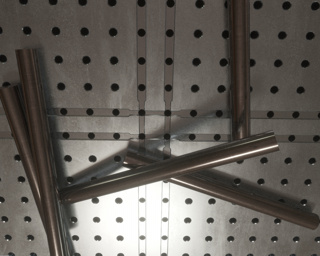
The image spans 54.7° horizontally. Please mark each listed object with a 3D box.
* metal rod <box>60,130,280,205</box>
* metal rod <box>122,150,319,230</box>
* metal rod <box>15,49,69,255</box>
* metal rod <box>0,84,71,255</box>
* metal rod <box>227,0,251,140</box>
[{"bbox_3d":[-0.003,0.057,0.401,0.301,0.025,0.025,-18,110,19],"label":"metal rod"},{"bbox_3d":[0.092,0.092,0.448,0.302,0.025,0.025,20,109,-8],"label":"metal rod"},{"bbox_3d":[-0.154,0.048,0.414,0.025,0.025,0.298,-3,105,1],"label":"metal rod"},{"bbox_3d":[-0.170,0.086,0.442,0.025,0.025,0.298,-8,110,2],"label":"metal rod"},{"bbox_3d":[0.095,-0.112,0.373,0.025,0.025,0.298,-6,110,2],"label":"metal rod"}]
